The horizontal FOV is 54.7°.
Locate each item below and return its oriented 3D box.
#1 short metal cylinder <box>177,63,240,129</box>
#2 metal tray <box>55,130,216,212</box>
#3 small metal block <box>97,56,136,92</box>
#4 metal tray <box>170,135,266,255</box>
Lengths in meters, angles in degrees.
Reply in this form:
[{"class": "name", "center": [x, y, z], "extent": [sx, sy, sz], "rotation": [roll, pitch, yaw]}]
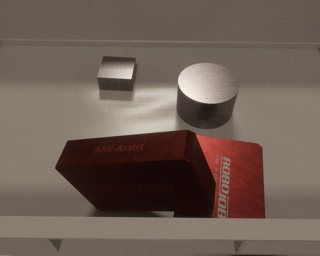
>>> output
[{"class": "short metal cylinder", "center": [0.064, -0.045, 0.427], "extent": [0.081, 0.050, 0.080], "rotation": [0, 50, 0]}, {"class": "metal tray", "center": [-0.020, 0.046, 0.298], "extent": [0.130, 0.090, 0.030], "rotation": [-6, 48, 21]}, {"class": "small metal block", "center": [-0.065, -0.083, 0.474], "extent": [0.050, 0.025, 0.050], "rotation": [3, 50, 2]}, {"class": "metal tray", "center": [0.066, 0.071, 0.343], "extent": [0.090, 0.030, 0.130], "rotation": [8, 50, 6]}]
